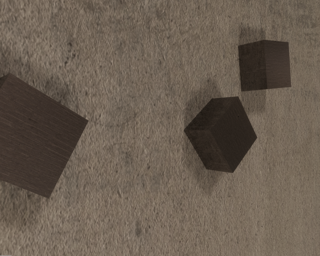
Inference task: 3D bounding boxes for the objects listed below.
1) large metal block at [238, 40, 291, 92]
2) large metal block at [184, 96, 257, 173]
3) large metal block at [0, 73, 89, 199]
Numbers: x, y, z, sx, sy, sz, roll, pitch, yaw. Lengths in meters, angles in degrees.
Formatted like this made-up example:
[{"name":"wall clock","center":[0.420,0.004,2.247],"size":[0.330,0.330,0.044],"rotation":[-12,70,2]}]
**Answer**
[{"name":"large metal block","center":[0.186,-0.108,0.548],"size":[0.081,0.050,0.079],"rotation":[-10,96,-40]},{"name":"large metal block","center":[0.094,0.009,0.470],"size":[0.080,0.050,0.080],"rotation":[-47,118,-30]},{"name":"large metal block","center":[-0.127,0.009,0.283],"size":[0.080,0.050,0.080],"rotation":[36,68,-35]}]
